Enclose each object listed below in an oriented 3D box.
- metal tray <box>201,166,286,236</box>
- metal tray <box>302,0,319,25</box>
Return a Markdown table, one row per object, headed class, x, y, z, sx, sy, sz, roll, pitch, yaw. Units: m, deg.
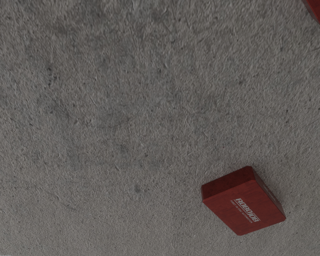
| class | x | y | z | sx | sy | sz | roll | pitch | yaw |
| --- | --- | --- | --- | --- | --- | --- | --- | --- | --- |
| metal tray | 0.139 | 0.124 | 0.511 | 0.090 | 0.030 | 0.130 | -29 | 125 | 22 |
| metal tray | 0.180 | -0.163 | 0.266 | 0.130 | 0.030 | 0.090 | -35 | 123 | 25 |
